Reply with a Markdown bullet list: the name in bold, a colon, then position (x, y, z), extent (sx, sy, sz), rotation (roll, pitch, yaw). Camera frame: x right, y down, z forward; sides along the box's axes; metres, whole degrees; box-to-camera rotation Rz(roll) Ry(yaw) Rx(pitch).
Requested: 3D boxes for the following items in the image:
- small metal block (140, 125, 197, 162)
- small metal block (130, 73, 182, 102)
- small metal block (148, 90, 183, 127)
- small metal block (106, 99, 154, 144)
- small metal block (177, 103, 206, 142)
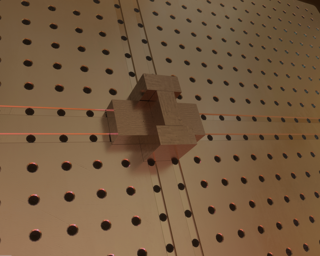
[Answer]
- **small metal block**: position (0.010, 0.020, 0.386), extent (0.050, 0.050, 0.025), rotation (1, 62, -28)
- **small metal block**: position (-0.007, -0.047, 0.418), extent (0.050, 0.050, 0.025), rotation (1, 62, -28)
- **small metal block**: position (0.002, -0.013, 0.402), extent (0.025, 0.050, 0.050), rotation (1, 62, -28)
- **small metal block**: position (-0.037, -0.007, 0.393), extent (0.050, 0.025, 0.050), rotation (0, 62, -28)
- **small metal block**: position (0.030, -0.007, 0.430), extent (0.050, 0.025, 0.050), rotation (1, 61, -28)
